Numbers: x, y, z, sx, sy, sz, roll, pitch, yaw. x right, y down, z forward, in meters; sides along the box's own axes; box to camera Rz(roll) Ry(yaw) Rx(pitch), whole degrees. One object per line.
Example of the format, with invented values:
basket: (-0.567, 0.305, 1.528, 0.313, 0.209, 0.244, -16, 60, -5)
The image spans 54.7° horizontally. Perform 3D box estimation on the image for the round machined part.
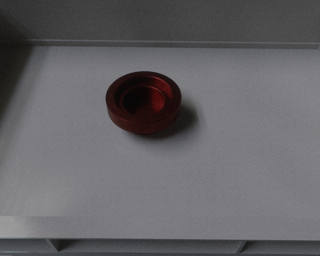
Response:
round machined part: (-0.021, -0.030, 0.419, 0.099, 0.042, 0.098, 0, 50, 0)
